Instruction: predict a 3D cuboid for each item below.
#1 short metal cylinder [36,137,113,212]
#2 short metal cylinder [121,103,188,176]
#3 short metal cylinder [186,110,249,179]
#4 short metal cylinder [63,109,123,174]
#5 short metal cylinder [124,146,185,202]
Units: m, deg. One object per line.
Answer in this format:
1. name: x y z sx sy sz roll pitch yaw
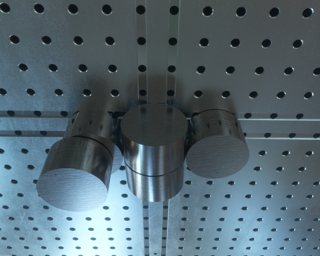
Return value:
1. short metal cylinder: -0.101 0.057 0.375 0.081 0.050 0.079 0 130 0
2. short metal cylinder: -0.007 0.013 0.387 0.081 0.080 0.050 1 131 -1
3. short metal cylinder: 0.073 0.022 0.414 0.081 0.050 0.079 0 130 0
4. short metal cylinder: -0.088 0.021 0.412 0.081 0.050 0.079 0 130 0
5. short metal cylinder: -0.006 0.052 0.419 0.080 0.080 0.050 -1 130 0
